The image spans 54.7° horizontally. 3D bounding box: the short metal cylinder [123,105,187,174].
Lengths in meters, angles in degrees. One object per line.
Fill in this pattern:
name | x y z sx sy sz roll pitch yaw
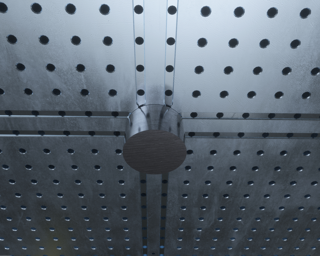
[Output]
short metal cylinder | -0.007 0.016 0.408 0.081 0.050 0.079 0 130 0
